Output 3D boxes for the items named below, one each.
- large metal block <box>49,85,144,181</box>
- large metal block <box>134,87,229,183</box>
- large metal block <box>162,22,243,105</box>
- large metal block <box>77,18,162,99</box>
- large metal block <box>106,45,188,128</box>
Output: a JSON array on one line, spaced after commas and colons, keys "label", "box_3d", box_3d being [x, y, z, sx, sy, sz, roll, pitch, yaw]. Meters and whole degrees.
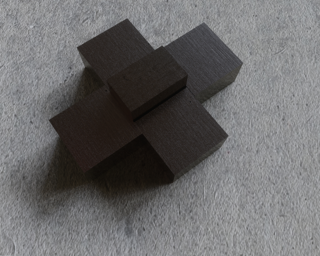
[{"label": "large metal block", "box_3d": [-0.077, 0.007, 0.392, 0.080, 0.050, 0.080, -35, 74, -12]}, {"label": "large metal block", "box_3d": [0.025, 0.010, 0.392, 0.080, 0.050, 0.080, -35, 74, -12]}, {"label": "large metal block", "box_3d": [0.052, -0.084, 0.426, 0.080, 0.050, 0.080, -35, 74, -12]}, {"label": "large metal block", "box_3d": [-0.053, -0.089, 0.427, 0.080, 0.050, 0.080, -35, 74, -12]}, {"label": "large metal block", "box_3d": [-0.015, -0.045, 0.396, 0.080, 0.080, 0.050, -35, 74, -12]}]
